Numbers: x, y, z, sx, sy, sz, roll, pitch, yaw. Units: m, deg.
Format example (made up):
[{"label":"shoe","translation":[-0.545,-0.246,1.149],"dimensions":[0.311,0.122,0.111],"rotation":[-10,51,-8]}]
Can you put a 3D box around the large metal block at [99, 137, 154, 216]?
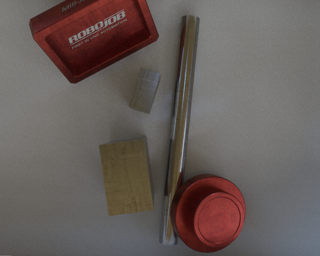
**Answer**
[{"label":"large metal block","translation":[-0.038,0.055,0.384],"dimensions":[0.050,0.080,0.080],"rotation":[-8,90,0]}]

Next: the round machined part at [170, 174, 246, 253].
[{"label":"round machined part","translation":[0.066,0.110,0.391],"dimensions":[0.099,0.042,0.097],"rotation":[-1,92,-17]}]

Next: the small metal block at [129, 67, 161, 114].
[{"label":"small metal block","translation":[-0.019,-0.046,0.399],"dimensions":[0.025,0.050,0.050],"rotation":[17,90,0]}]

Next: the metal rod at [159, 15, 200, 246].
[{"label":"metal rod","translation":[0.026,0.003,0.411],"dimensions":[0.025,0.025,0.298],"rotation":[6,90,-1]}]

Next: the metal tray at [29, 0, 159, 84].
[{"label":"metal tray","translation":[-0.075,-0.118,0.377],"dimensions":[0.130,0.090,0.030],"rotation":[-28,56,0]}]
